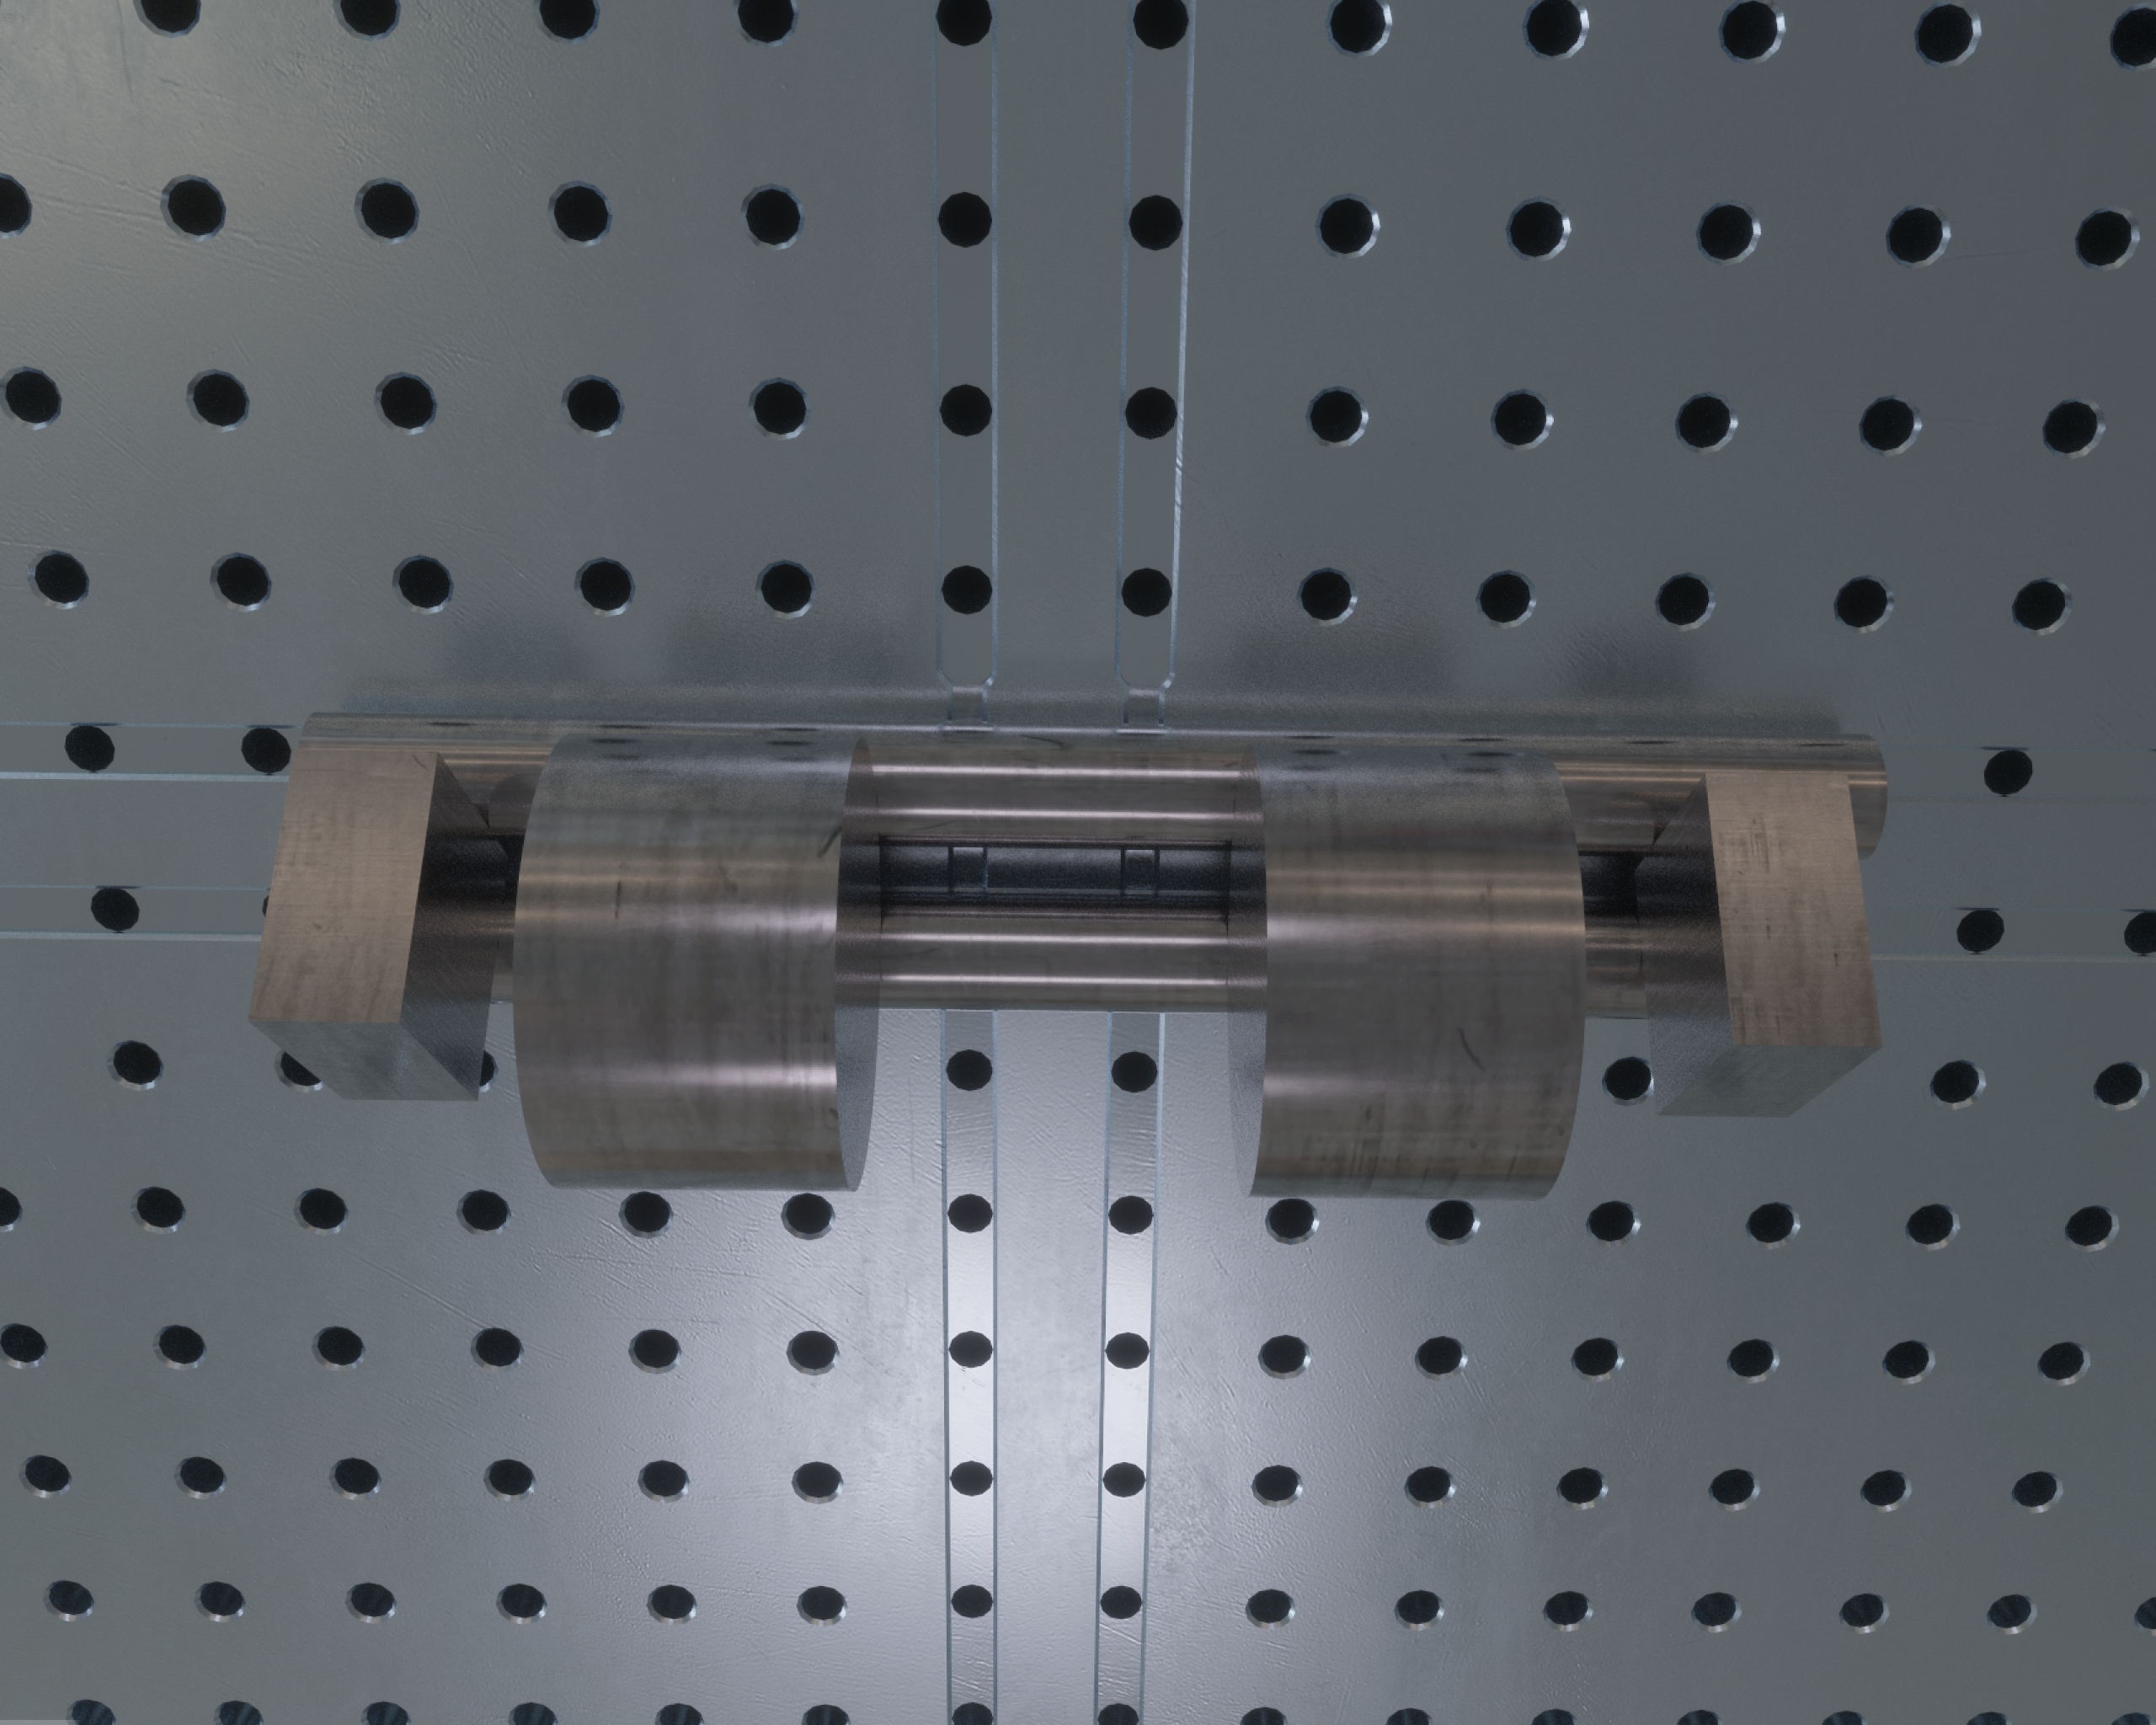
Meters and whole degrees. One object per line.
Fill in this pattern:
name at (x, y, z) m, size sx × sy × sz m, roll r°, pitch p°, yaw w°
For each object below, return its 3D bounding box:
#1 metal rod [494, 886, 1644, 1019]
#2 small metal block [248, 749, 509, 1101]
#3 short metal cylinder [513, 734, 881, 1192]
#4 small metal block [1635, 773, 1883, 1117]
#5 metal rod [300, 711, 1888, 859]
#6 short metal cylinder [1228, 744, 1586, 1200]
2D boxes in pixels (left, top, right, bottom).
metal rod at (0.000, 0.018, 0.420) m, size 0.302 × 0.025 × 0.025 m, roll 1°, pitch 110°, yaw -1°
small metal block at (-0.125, 0.013, 0.380) m, size 0.025 × 0.050 × 0.050 m, roll 1°, pitch 68°, yaw 0°
short metal cylinder at (-0.063, 0.017, 0.366) m, size 0.050 × 0.080 × 0.079 m, roll 1°, pitch 110°, yaw 0°
small metal block at (0.123, 0.016, 0.383) m, size 0.025 × 0.050 × 0.050 m, roll 1°, pitch 69°, yaw 0°
metal rod at (0.003, -0.015, 0.408) m, size 0.302 × 0.025 × 0.025 m, roll 1°, pitch 110°, yaw -1°
short metal cylinder at (0.055, 0.019, 0.368) m, size 0.050 × 0.080 × 0.079 m, roll 1°, pitch 110°, yaw 0°
